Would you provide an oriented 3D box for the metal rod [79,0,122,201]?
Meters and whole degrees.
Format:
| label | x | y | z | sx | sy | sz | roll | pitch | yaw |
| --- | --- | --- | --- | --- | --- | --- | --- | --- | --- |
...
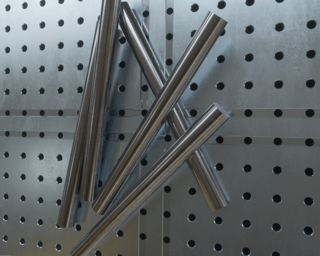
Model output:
| label | x | y | z | sx | sy | sz | roll | pitch | yaw |
| --- | --- | --- | --- | --- | --- | --- | --- | --- | --- |
| metal rod | -0.082 | -0.045 | 0.425 | 0.025 | 0.025 | 0.298 | 12 | 99 | 19 |

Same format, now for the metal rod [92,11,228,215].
| label | x | y | z | sx | sy | sz | roll | pitch | yaw |
| --- | --- | --- | --- | --- | --- | --- | --- | --- | --- |
| metal rod | -0.011 | -0.004 | 0.392 | 0.025 | 0.025 | 0.298 | 38 | 110 | 15 |

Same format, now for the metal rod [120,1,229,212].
| label | x | y | z | sx | sy | sz | roll | pitch | yaw |
| --- | --- | --- | --- | --- | --- | --- | --- | --- | --- |
| metal rod | 0.010 | -0.034 | 0.408 | 0.025 | 0.025 | 0.299 | -28 | 81 | 17 |

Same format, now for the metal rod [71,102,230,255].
| label | x | y | z | sx | sy | sz | roll | pitch | yaw |
| --- | --- | --- | --- | --- | --- | --- | --- | --- | --- |
| metal rod | -0.025 | 0.083 | 0.402 | 0.025 | 0.025 | 0.299 | 48 | 111 | 13 |

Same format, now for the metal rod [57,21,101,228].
| label | x | y | z | sx | sy | sz | roll | pitch | yaw |
| --- | --- | --- | --- | --- | --- | --- | --- | --- | --- |
| metal rod | -0.109 | -0.002 | 0.449 | 0.025 | 0.025 | 0.298 | 14 | 94 | 19 |
